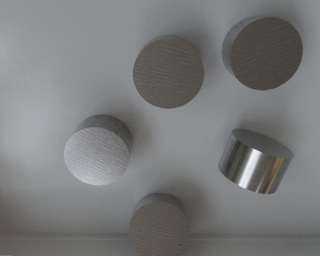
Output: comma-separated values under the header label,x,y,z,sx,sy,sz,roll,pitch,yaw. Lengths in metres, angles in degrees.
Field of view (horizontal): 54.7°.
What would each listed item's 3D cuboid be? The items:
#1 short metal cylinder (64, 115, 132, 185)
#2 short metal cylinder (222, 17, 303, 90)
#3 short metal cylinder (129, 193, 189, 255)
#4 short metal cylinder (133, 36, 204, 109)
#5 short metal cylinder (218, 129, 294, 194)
label,x,y,z,sx,sy,sz,roll,pitch,yaw
short metal cylinder,-0.079,0.028,0.407,0.081,0.050,0.079,0,110,-1
short metal cylinder,0.118,-0.089,0.367,0.081,0.050,0.079,0,110,-1
short metal cylinder,-0.001,0.137,0.436,0.081,0.050,0.079,0,91,0
short metal cylinder,0.010,-0.069,0.373,0.081,0.050,0.079,0,110,-1
short metal cylinder,0.122,0.041,0.399,0.080,0.080,0.050,16,109,-6
